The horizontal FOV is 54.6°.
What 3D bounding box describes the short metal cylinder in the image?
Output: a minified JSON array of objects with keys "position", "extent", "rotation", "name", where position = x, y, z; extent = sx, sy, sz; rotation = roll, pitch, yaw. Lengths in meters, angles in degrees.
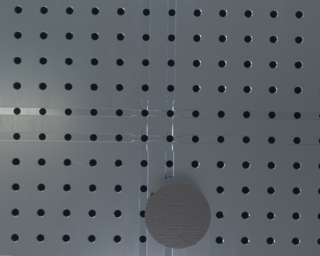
[{"position":[0.022,0.107,0.401],"extent":[0.080,0.050,0.080],"rotation":[0,90,0],"name":"short metal cylinder"}]
